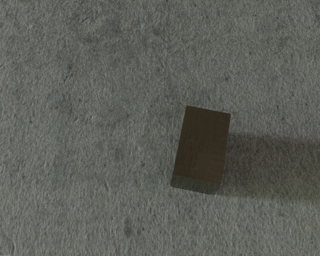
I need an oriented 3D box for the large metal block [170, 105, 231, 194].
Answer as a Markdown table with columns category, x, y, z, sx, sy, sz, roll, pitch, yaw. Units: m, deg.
| category | x | y | z | sx | sy | sz | roll | pitch | yaw |
| --- | --- | --- | --- | --- | --- | --- | --- | --- | --- |
| large metal block | 0.046 | 0.029 | 0.369 | 0.050 | 0.080 | 0.080 | 11 | 70 | 4 |
